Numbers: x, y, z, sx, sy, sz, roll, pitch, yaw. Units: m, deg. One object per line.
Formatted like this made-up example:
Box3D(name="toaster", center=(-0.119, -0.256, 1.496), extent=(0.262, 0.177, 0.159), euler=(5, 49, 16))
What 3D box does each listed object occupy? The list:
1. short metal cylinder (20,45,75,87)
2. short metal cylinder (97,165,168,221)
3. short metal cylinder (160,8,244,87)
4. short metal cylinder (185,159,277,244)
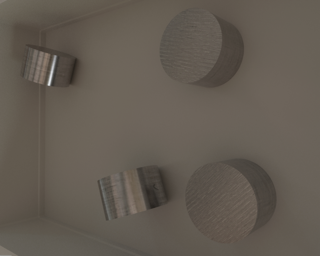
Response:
Box3D(name="short metal cylinder", center=(-0.189, -0.105, 0.523), extent=(0.080, 0.081, 0.050), euler=(28, 107, 36))
Box3D(name="short metal cylinder", center=(-0.035, 0.083, 0.398), extent=(0.080, 0.081, 0.050), euler=(-25, 75, 37))
Box3D(name="short metal cylinder", center=(0.047, -0.088, 0.351), extent=(0.080, 0.050, 0.079), euler=(0, 90, 39))
Box3D(name="short metal cylinder", center=(0.074, 0.074, 0.328), extent=(0.080, 0.050, 0.079), euler=(0, 90, 39))
